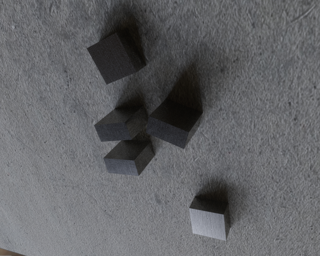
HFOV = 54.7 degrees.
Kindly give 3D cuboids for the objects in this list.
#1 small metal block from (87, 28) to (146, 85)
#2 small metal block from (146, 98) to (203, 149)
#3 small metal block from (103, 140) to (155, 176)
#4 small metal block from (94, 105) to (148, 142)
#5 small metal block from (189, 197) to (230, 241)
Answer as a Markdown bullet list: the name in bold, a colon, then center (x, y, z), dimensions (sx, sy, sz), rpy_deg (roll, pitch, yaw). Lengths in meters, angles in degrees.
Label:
- **small metal block**: center (-0.053, -0.087, 0.381), dimensions (0.050, 0.025, 0.050), rpy_deg (-15, 111, 34)
- **small metal block**: center (0.018, -0.007, 0.377), dimensions (0.050, 0.050, 0.025), rpy_deg (23, 127, 14)
- **small metal block**: center (-0.043, 0.041, 0.439), dimensions (0.050, 0.050, 0.025), rpy_deg (1, 119, 28)
- **small metal block**: center (-0.050, -0.006, 0.413), dimensions (0.050, 0.050, 0.025), rpy_deg (-5, 116, 30)
- **small metal block**: center (0.073, 0.131, 0.450), dimensions (0.050, 0.025, 0.050), rpy_deg (4, 121, 26)
